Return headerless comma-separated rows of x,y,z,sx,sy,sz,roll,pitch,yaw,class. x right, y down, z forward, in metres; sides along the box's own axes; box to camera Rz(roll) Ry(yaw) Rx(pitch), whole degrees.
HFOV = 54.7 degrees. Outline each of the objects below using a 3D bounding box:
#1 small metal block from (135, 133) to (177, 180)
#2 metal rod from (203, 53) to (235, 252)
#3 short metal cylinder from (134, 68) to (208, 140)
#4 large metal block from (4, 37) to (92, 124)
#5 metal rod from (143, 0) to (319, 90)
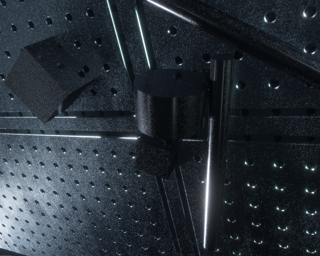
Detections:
-0.006,0.039,0.437,0.050,0.025,0.050,17,125,18,small metal block
0.073,0.053,0.404,0.025,0.025,0.298,11,123,22,metal rod
0.012,-0.029,0.350,0.080,0.080,0.050,13,124,20,short metal cylinder
-0.158,-0.065,0.436,0.080,0.050,0.080,48,129,-6,large metal block
0.109,-0.077,0.305,0.301,0.025,0.025,30,128,8,metal rod
